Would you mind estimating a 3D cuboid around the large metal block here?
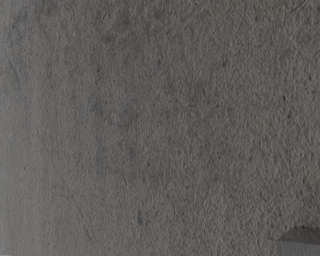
[{"bbox_3d":[0.153,0.133,0.263,0.080,0.050,0.080,-9,84,39],"label":"large metal block"}]
